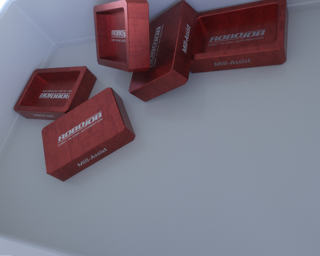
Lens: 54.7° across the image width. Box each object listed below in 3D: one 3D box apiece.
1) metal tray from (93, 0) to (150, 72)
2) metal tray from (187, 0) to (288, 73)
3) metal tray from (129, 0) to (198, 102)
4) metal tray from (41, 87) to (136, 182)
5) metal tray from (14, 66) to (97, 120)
[{"bbox_3d":[-0.058,-0.133,0.448,0.030,0.089,0.130,-11,20,-28],"label":"metal tray"},{"bbox_3d":[0.103,-0.125,0.424,0.130,0.030,0.090,-1,61,27],"label":"metal tray"},{"bbox_3d":[0.005,-0.110,0.446,0.090,0.030,0.130,-19,52,44],"label":"metal tray"},{"bbox_3d":[-0.108,0.008,0.455,0.130,0.030,0.090,-31,52,8],"label":"metal tray"},{"bbox_3d":[-0.181,-0.060,0.534,0.130,0.030,0.090,4,63,29],"label":"metal tray"}]
